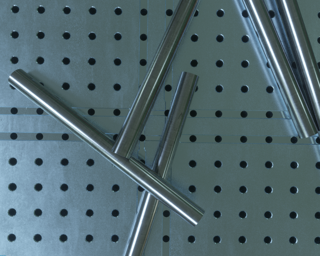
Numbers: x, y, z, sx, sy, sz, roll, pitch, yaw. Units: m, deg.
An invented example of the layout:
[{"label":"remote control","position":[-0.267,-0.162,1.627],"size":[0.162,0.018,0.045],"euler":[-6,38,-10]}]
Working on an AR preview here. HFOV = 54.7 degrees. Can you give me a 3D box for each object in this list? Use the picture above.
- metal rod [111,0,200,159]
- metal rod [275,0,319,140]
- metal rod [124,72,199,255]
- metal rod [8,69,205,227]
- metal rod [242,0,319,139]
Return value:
[{"label":"metal rod","position":[0.012,-0.103,0.392],"size":[0.025,0.025,0.299],"euler":[24,81,-1]},{"label":"metal rod","position":[0.202,-0.069,0.416],"size":[0.025,0.025,0.298],"euler":[-18,90,0]},{"label":"metal rod","position":[-0.004,0.071,0.413],"size":[0.025,0.025,0.298],"euler":[17,90,-1]},{"label":"metal rod","position":[-0.072,0.022,0.395],"size":[0.300,0.025,0.025],"euler":[37,90,6]},{"label":"metal rod","position":[0.142,-0.128,0.415],"size":[0.025,0.025,0.299],"euler":[-23,90,0]}]
